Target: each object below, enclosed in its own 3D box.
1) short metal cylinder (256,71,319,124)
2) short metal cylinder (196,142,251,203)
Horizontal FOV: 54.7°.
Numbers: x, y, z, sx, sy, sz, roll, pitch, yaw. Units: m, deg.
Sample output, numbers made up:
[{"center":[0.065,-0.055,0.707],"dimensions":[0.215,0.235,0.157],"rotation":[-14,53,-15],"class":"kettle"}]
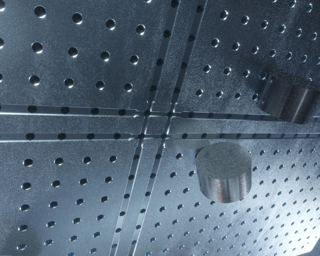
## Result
[{"center":[0.188,-0.046,0.450],"dimensions":[0.081,0.080,0.050],"rotation":[0,119,-29],"class":"short metal cylinder"},{"center":[0.097,0.066,0.469],"dimensions":[0.081,0.080,0.050],"rotation":[-23,127,-14],"class":"short metal cylinder"}]
